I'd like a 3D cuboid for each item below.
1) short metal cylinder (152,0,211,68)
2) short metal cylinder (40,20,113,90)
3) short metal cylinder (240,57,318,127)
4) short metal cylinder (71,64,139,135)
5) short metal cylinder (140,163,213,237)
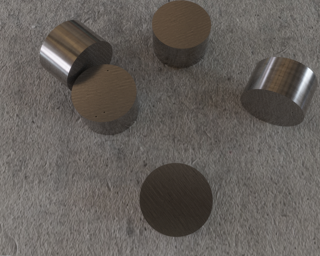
[{"bbox_3d":[0.029,-0.133,0.444,0.081,0.050,0.080,0,70,0],"label":"short metal cylinder"},{"bbox_3d":[-0.110,-0.095,0.413,0.050,0.080,0.080,39,75,13],"label":"short metal cylinder"},{"bbox_3d":[0.151,-0.045,0.396,0.080,0.080,0.050,27,72,9],"label":"short metal cylinder"},{"bbox_3d":[-0.069,-0.036,0.407,0.081,0.050,0.080,0,70,0],"label":"short metal cylinder"},{"bbox_3d":[0.018,0.086,0.363,0.081,0.050,0.080,0,70,0],"label":"short metal cylinder"}]
